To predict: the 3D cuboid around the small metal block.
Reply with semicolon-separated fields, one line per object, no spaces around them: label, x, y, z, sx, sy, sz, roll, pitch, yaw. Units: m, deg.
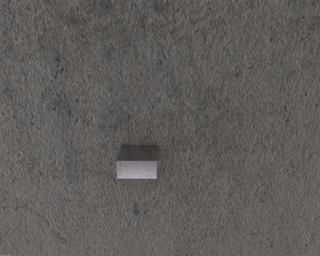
small metal block;-0.029;0.044;0.412;0.050;0.050;0.025;0;110;0
